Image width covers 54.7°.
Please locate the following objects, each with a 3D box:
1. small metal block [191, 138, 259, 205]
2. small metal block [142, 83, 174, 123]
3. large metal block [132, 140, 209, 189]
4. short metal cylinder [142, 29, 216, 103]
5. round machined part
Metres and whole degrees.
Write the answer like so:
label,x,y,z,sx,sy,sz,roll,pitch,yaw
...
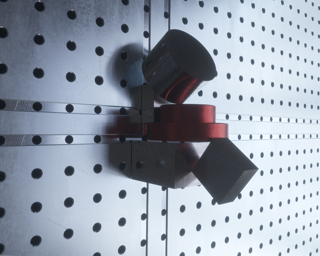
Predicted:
label,x,y,z,sx,sy,sz,roll,pitch,yaw
small metal block,0.068,0.046,0.334,0.025,0.050,0.050,2,127,-41
small metal block,0.004,-0.031,0.413,0.050,0.025,0.050,1,90,-40
large metal block,0.021,0.042,0.392,0.081,0.080,0.050,1,90,-40
short metal cylinder,0.024,-0.077,0.393,0.080,0.050,0.080,23,47,-27
round machined part,0.034,-0.006,0.378,0.099,0.098,0.042,1,90,-40
